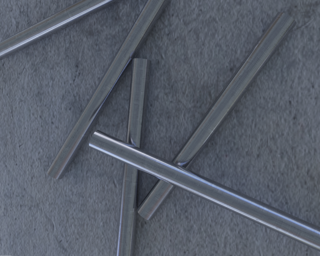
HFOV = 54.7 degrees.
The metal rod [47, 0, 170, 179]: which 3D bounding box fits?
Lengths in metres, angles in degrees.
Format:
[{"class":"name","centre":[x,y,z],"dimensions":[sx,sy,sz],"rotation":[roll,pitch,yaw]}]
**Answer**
[{"class":"metal rod","centre":[-0.077,-0.054,0.434],"dimensions":[0.025,0.025,0.299],"rotation":[36,101,16]}]

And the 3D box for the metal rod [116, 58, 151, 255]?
[{"class":"metal rod","centre":[-0.038,0.057,0.421],"dimensions":[0.025,0.025,0.298],"rotation":[6,92,19]}]

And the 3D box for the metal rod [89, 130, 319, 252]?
[{"class":"metal rod","centre":[0.054,0.072,0.368],"dimensions":[0.301,0.025,0.025],"rotation":[23,98,10]}]

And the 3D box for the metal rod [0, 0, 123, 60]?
[{"class":"metal rod","centre":[-0.127,-0.166,0.452],"dimensions":[0.301,0.025,0.025],"rotation":[-18,84,18]}]

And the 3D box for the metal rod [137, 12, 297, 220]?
[{"class":"metal rod","centre":[0.063,-0.006,0.386],"dimensions":[0.025,0.025,0.299],"rotation":[38,102,15]}]
